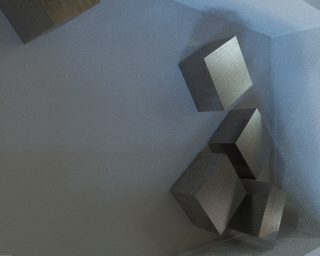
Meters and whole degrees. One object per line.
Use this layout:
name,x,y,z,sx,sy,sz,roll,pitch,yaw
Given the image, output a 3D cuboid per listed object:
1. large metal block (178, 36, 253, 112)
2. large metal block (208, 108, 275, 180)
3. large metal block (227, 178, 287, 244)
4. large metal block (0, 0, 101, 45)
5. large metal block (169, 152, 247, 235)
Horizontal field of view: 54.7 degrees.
large metal block,0.084,-0.079,0.460,0.080,0.050,0.080,-40,114,-33
large metal block,0.134,0.025,0.501,0.080,0.050,0.080,-51,120,-30
large metal block,0.143,0.127,0.491,0.050,0.080,0.080,30,72,-36
large metal block,-0.112,-0.130,0.277,0.050,0.080,0.080,-43,116,-31
large metal block,0.072,0.092,0.451,0.080,0.050,0.080,-47,118,-30
